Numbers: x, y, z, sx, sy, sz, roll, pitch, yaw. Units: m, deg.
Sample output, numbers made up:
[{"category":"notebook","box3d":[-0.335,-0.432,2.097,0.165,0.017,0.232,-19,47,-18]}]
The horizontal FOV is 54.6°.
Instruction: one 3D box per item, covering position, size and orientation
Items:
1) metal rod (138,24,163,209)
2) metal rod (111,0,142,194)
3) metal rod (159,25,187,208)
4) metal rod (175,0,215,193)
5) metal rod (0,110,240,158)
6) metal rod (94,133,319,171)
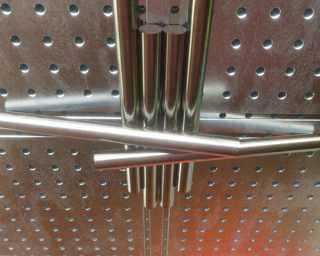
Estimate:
[{"category":"metal rod","box3d":[-0.013,0.011,0.419,0.025,0.025,0.298,1,130,-1]},{"category":"metal rod","box3d":[-0.037,-0.020,0.393,0.025,0.025,0.298,1,130,-1]},{"category":"metal rod","box3d":[0.013,0.010,0.422,0.025,0.025,0.298,1,130,-1]},{"category":"metal rod","box3d":[0.039,-0.021,0.392,0.025,0.025,0.298,1,130,-1]},{"category":"metal rod","box3d":[-0.056,0.007,0.386,0.301,0.025,0.025,7,131,6]},{"category":"metal rod","box3d":[0.068,0.030,0.411,0.302,0.025,0.025,-4,131,-8]}]
